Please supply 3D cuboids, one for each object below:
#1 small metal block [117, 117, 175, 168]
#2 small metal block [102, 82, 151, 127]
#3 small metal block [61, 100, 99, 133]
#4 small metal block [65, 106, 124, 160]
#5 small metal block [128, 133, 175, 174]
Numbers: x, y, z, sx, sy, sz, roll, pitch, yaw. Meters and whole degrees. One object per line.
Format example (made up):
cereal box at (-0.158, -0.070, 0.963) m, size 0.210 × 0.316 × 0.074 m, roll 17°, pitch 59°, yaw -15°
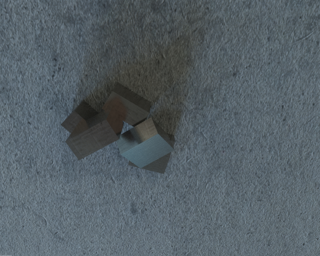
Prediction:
small metal block at (-0.017, 0.019, 0.378) m, size 0.050 × 0.025 × 0.050 m, roll -30°, pitch 145°, yaw 10°
small metal block at (-0.040, -0.029, 0.387) m, size 0.050 × 0.050 × 0.025 m, roll 31°, pitch 107°, yaw -11°
small metal block at (-0.092, -0.004, 0.395) m, size 0.025 × 0.050 × 0.050 m, roll -43°, pitch 105°, yaw 14°
small metal block at (-0.071, 0.004, 0.345) m, size 0.050 × 0.050 × 0.025 m, roll -28°, pitch 108°, yaw 9°
small metal block at (-0.012, 0.030, 0.422) m, size 0.050 × 0.025 × 0.050 m, roll 15°, pitch 109°, yaw -6°
